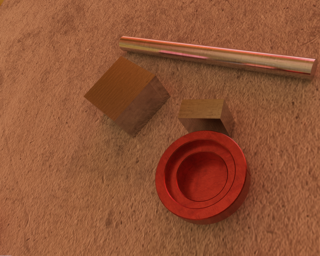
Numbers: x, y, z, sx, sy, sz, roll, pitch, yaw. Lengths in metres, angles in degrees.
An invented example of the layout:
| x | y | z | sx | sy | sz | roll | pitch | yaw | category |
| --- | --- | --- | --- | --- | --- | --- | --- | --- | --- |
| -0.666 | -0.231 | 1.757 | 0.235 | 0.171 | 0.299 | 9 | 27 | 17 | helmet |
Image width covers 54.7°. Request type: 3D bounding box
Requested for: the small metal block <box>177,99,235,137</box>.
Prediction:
| x | y | z | sx | sy | sz | roll | pitch | yaw | category |
| --- | --- | --- | --- | --- | --- | --- | --- | --- | --- |
| 0.056 | -0.010 | 0.365 | 0.050 | 0.050 | 0.025 | 2 | 63 | 29 | small metal block |

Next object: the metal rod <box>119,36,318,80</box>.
| x | y | z | sx | sy | sz | roll | pitch | yaw | category |
| --- | --- | --- | --- | --- | --- | --- | --- | --- | --- |
| 0.058 | -0.105 | 0.437 | 0.300 | 0.025 | 0.025 | 18 | 71 | 35 | metal rod |

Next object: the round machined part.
| x | y | z | sx | sy | sz | roll | pitch | yaw | category |
| --- | --- | --- | --- | --- | --- | --- | --- | --- | --- |
| 0.048 | 0.055 | 0.334 | 0.098 | 0.042 | 0.098 | -13 | 56 | 21 | round machined part |

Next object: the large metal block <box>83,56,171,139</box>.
| x | y | z | sx | sy | sz | roll | pitch | yaw | category |
| --- | --- | --- | --- | --- | --- | --- | --- | --- | --- |
| -0.047 | -0.045 | 0.440 | 0.080 | 0.050 | 0.080 | -49 | 52 | -7 | large metal block |
